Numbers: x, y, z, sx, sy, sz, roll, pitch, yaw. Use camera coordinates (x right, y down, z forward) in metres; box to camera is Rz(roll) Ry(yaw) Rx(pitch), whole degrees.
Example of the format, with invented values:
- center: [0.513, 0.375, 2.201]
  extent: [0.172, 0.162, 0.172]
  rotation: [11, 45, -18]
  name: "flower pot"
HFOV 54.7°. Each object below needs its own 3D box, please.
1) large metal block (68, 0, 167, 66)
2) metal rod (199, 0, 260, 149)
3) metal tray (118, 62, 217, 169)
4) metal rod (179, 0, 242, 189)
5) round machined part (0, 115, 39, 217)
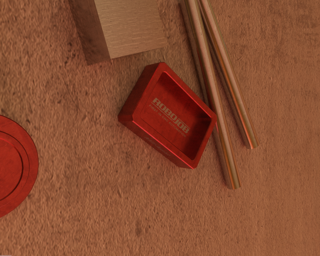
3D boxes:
- center: [-0.047, -0.121, 0.350]
  extent: [0.081, 0.050, 0.080]
  rotation: [-24, 105, -38]
  name: "large metal block"
- center: [0.103, -0.097, 0.493]
  extent: [0.025, 0.025, 0.299]
  rotation: [-39, 114, -33]
  name: "metal rod"
- center: [0.016, -0.013, 0.416]
  extent: [0.130, 0.030, 0.090]
  rotation: [40, 66, -33]
  name: "metal tray"
- center: [0.081, -0.044, 0.475]
  extent: [0.025, 0.025, 0.298]
  rotation: [-27, 107, -37]
  name: "metal rod"
- center: [-0.154, 0.034, 0.266]
  extent: [0.099, 0.042, 0.097]
  rotation: [0, 90, -40]
  name: "round machined part"
